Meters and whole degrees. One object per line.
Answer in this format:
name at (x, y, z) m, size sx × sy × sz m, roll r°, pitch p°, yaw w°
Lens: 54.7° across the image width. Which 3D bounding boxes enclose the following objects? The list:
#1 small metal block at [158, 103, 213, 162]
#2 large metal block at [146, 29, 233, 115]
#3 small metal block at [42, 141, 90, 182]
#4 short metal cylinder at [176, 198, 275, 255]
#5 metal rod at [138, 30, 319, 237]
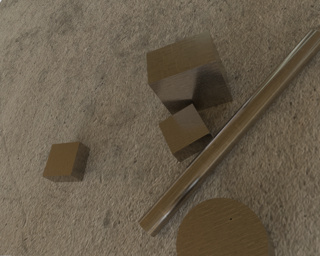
small metal block at (0.032, 0.006, 0.382) m, size 0.050 × 0.025 × 0.050 m, roll -31°, pitch 52°, yaw 8°
large metal block at (0.038, -0.063, 0.386) m, size 0.080 × 0.080 × 0.050 m, roll -17°, pitch 55°, yaw 18°
small metal block at (-0.133, 0.049, 0.441) m, size 0.050 × 0.025 × 0.050 m, roll -6°, pitch 59°, yaw 24°
short metal cylinder at (0.062, 0.111, 0.287) m, size 0.080 × 0.050 × 0.080 m, roll -13°, pitch 56°, yaw 20°
metal rod at (0.086, 0.002, 0.356) m, size 0.300 × 0.025 × 0.025 m, roll -47°, pitch 52°, yaw -6°
